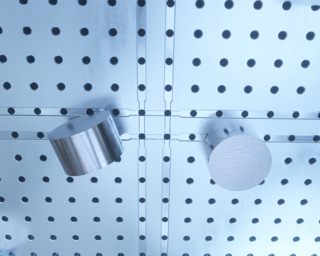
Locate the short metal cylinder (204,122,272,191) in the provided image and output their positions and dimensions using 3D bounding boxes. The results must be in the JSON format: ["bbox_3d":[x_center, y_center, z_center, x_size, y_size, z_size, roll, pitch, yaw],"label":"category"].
[{"bbox_3d":[0.101,0.037,0.415,0.081,0.050,0.079,0,110,-1],"label":"short metal cylinder"}]

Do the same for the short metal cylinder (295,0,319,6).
[{"bbox_3d":[0.184,-0.176,0.338,0.081,0.050,0.079,0,110,-1],"label":"short metal cylinder"}]

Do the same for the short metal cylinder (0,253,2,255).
[{"bbox_3d":[-0.281,0.225,0.463,0.080,0.080,0.050,24,108,-9],"label":"short metal cylinder"}]

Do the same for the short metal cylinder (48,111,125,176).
[{"bbox_3d":[-0.091,0.017,0.389,0.080,0.080,0.050,-17,110,6],"label":"short metal cylinder"}]
